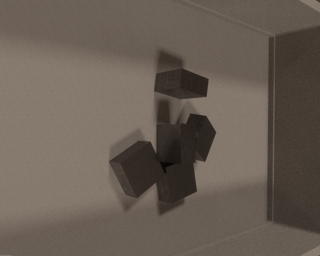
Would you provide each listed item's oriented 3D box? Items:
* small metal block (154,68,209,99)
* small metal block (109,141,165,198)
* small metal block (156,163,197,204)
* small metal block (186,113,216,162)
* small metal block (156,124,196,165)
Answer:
[{"bbox_3d":[0.029,-0.058,0.416,0.050,0.050,0.025,12,83,-40],"label":"small metal block"},{"bbox_3d":[-0.028,0.050,0.386,0.050,0.025,0.050,-35,112,-35],"label":"small metal block"},{"bbox_3d":[0.022,0.070,0.427,0.050,0.025,0.050,-14,99,-39],"label":"small metal block"},{"bbox_3d":[0.055,0.014,0.445,0.050,0.025,0.050,49,59,-51],"label":"small metal block"},{"bbox_3d":[0.020,0.020,0.409,0.025,0.050,0.050,0,91,-37],"label":"small metal block"}]
